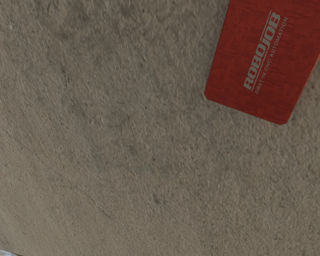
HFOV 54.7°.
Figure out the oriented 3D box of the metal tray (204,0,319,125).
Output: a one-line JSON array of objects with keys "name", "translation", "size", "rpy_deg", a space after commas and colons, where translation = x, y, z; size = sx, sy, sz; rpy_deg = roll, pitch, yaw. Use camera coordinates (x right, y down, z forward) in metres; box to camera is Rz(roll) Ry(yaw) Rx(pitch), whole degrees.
[{"name": "metal tray", "translation": [0.104, -0.075, 0.302], "size": [0.090, 0.030, 0.129], "rpy_deg": [22, 127, 14]}]
